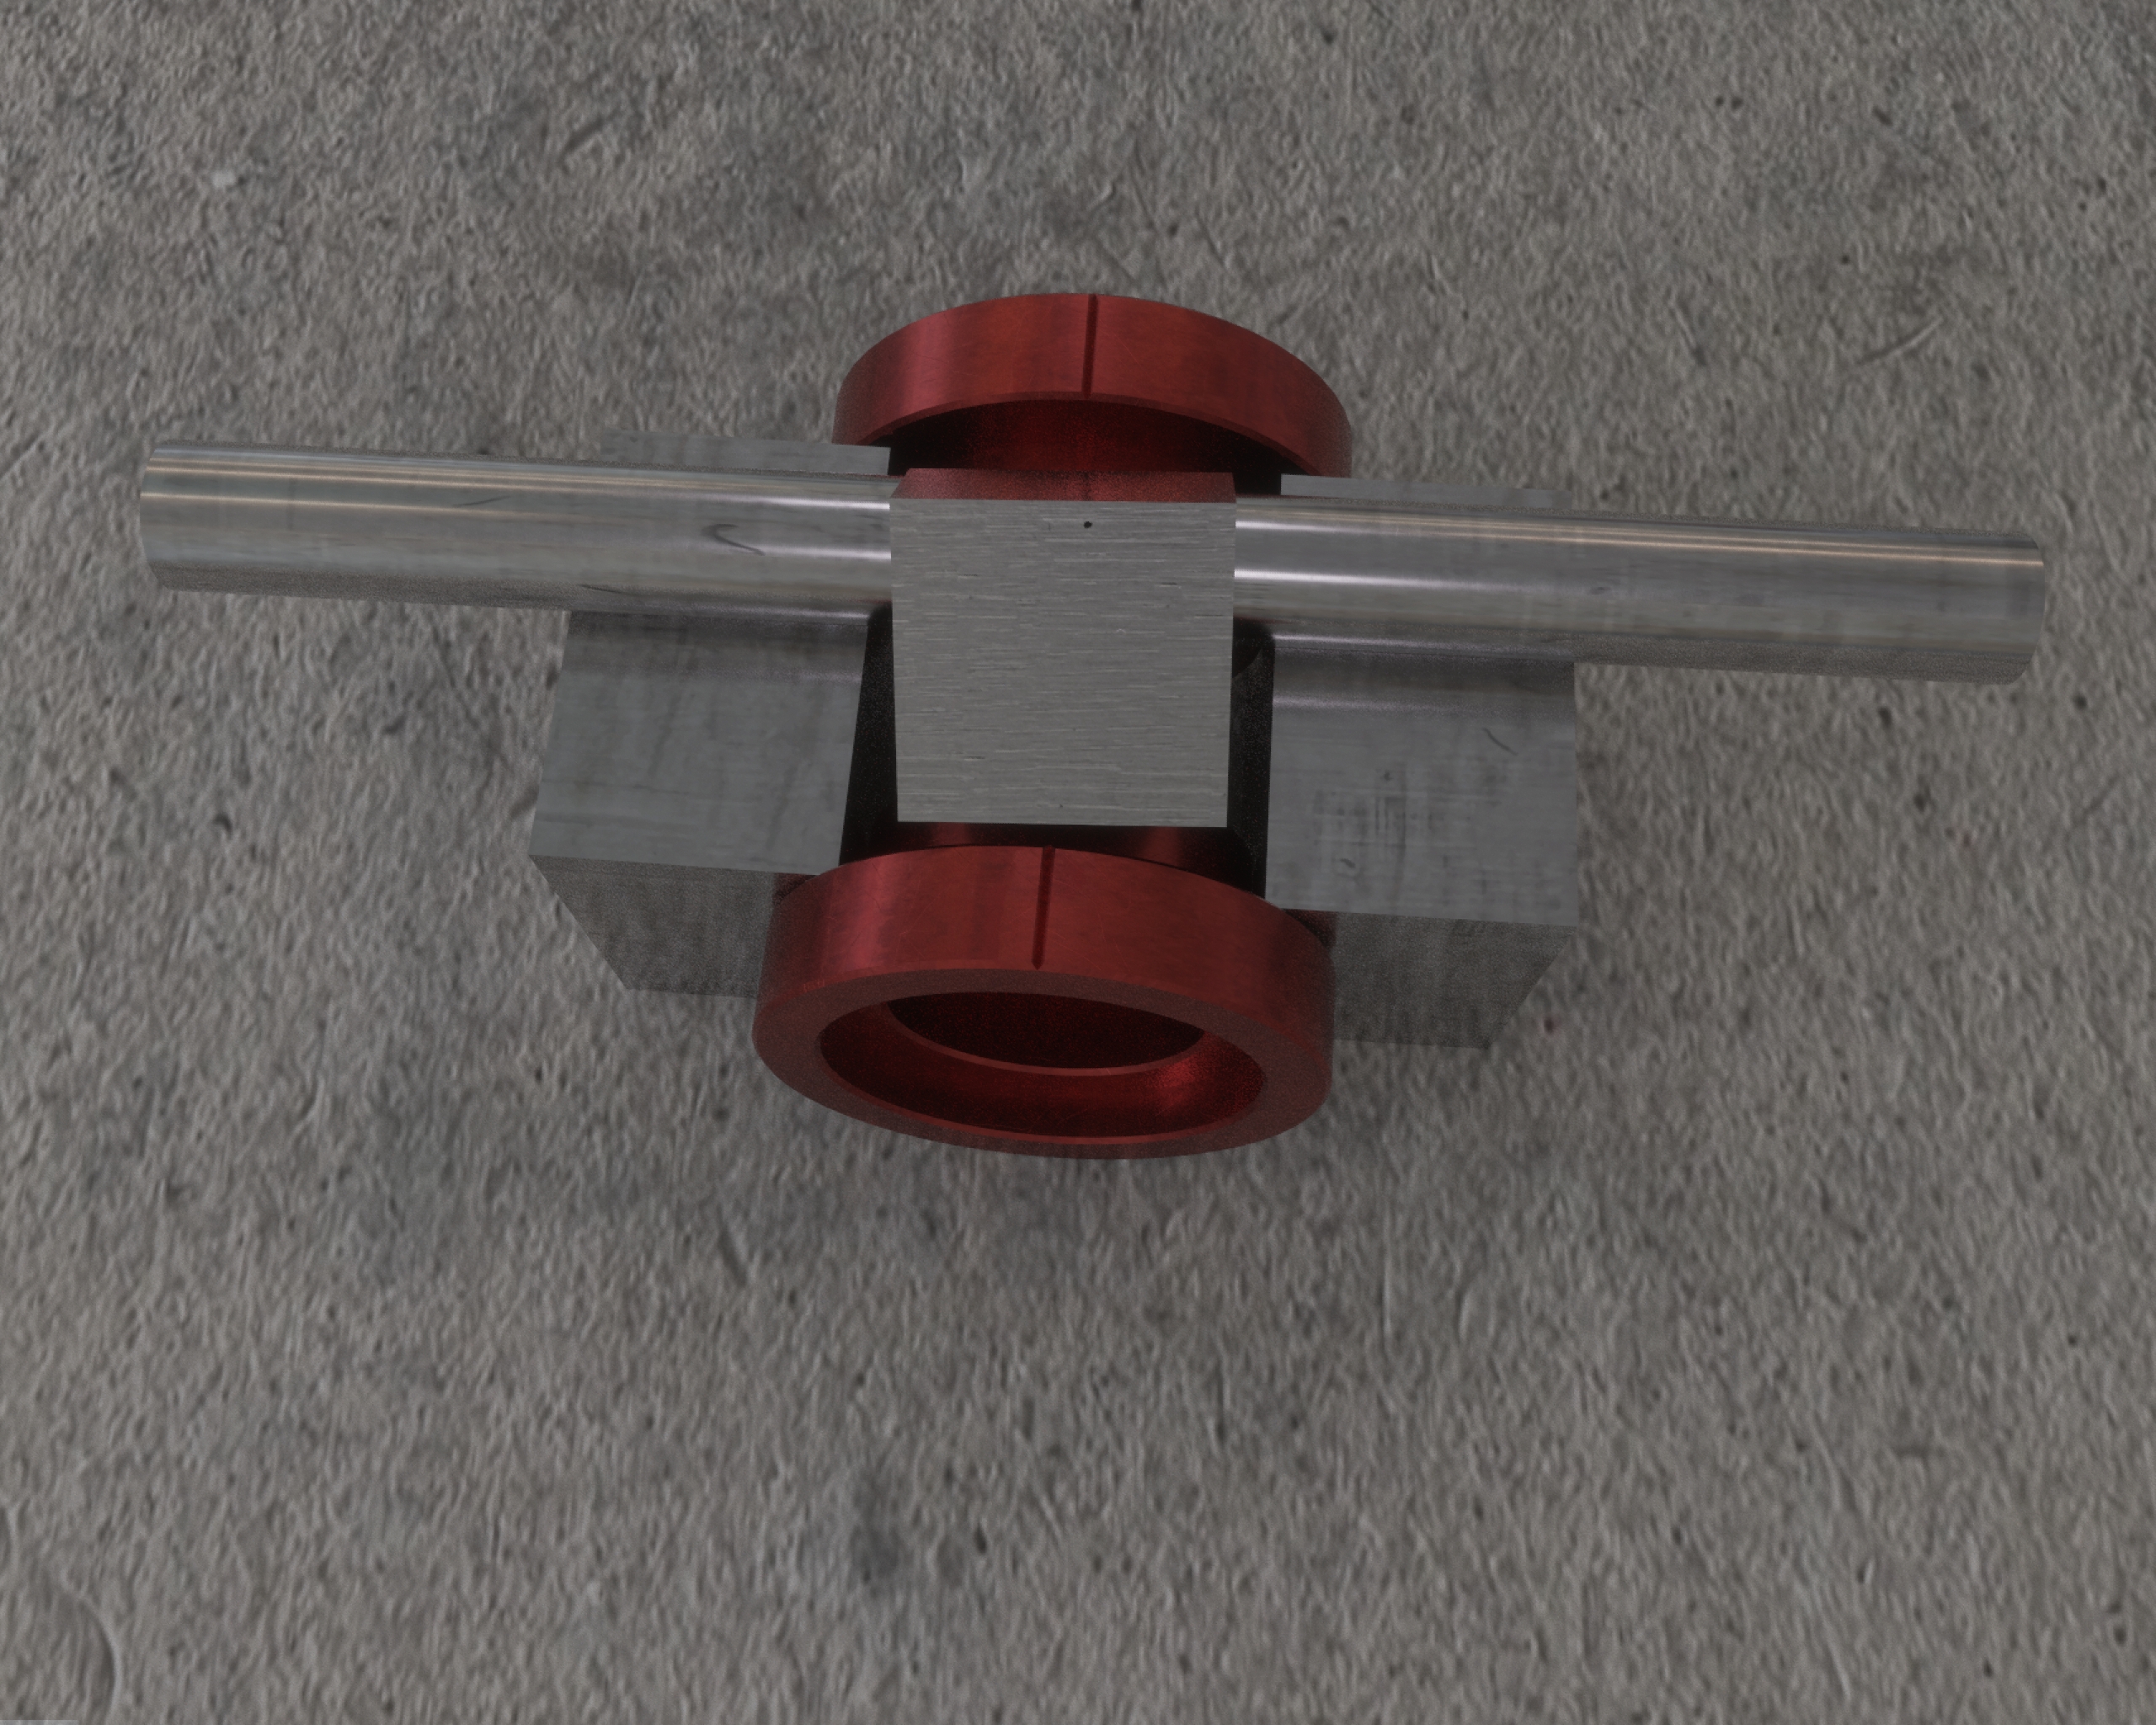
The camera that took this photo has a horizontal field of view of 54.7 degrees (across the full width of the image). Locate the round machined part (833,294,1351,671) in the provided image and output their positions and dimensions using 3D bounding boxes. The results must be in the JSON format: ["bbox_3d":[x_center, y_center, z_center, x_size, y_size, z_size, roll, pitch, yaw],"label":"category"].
[{"bbox_3d":[0.002,-0.061,0.393,0.099,0.098,0.042,4,71,1],"label":"round machined part"}]

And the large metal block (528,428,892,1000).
[{"bbox_3d":[-0.061,-0.023,0.388,0.050,0.080,0.080,4,70,1],"label":"large metal block"}]

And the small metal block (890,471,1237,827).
[{"bbox_3d":[-0.002,-0.033,0.322,0.050,0.025,0.050,1,111,2],"label":"small metal block"}]

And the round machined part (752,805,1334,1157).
[{"bbox_3d":[-0.005,0.017,0.364,0.099,0.098,0.042,4,65,1],"label":"round machined part"}]

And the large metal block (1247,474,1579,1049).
[{"bbox_3d":[0.058,-0.015,0.386,0.050,0.080,0.080,4,70,1],"label":"large metal block"}]

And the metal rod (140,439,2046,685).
[{"bbox_3d":[0.002,-0.049,0.342,0.302,0.025,0.025,3,70,1],"label":"metal rod"}]
